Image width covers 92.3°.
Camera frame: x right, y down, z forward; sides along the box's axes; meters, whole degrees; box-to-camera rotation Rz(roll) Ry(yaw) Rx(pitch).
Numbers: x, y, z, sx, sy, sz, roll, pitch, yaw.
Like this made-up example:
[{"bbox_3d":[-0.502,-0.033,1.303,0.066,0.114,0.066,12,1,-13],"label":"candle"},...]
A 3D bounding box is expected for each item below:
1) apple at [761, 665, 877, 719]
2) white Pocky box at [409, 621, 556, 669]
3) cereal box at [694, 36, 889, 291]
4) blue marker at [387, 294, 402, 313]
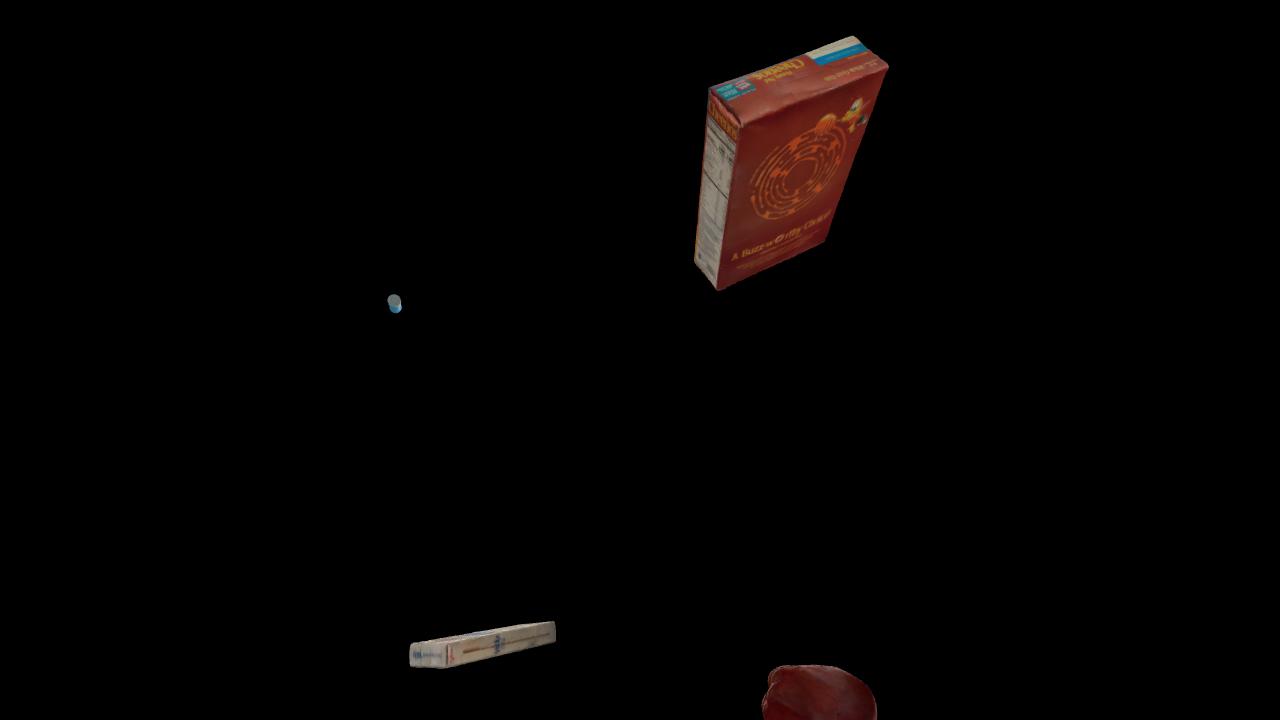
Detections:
[{"bbox_3d":[0.149,0.294,0.509,0.093,0.079,0.079,17,4,12],"label":"apple"},{"bbox_3d":[-0.185,0.341,0.738,0.084,0.028,0.154,-23,-24,38],"label":"white Pocky box"},{"bbox_3d":[0.181,-0.243,0.813,0.203,0.081,0.306,-26,-28,-13],"label":"cereal box"},{"bbox_3d":[-0.391,-0.089,0.981,0.020,0.020,0.121,0,-1,-20],"label":"blue marker"}]
